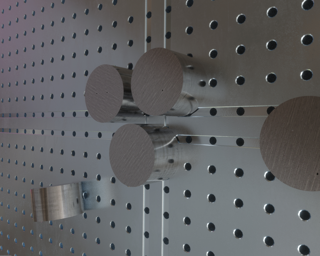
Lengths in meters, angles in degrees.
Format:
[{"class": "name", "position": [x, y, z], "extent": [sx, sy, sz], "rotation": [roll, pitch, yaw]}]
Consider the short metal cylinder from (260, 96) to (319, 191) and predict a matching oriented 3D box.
[{"class": "short metal cylinder", "position": [0.138, 0.013, 0.278], "extent": [0.080, 0.050, 0.079], "rotation": [0, 90, 39]}]

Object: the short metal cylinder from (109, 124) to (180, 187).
[{"class": "short metal cylinder", "position": [-0.021, 0.034, 0.408], "extent": [0.080, 0.050, 0.079], "rotation": [0, 90, 39]}]

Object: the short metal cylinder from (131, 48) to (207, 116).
[{"class": "short metal cylinder", "position": [0.011, -0.054, 0.383], "extent": [0.080, 0.050, 0.079], "rotation": [0, 90, 39]}]

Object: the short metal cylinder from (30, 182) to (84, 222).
[{"class": "short metal cylinder", "position": [-0.168, 0.119, 0.509], "extent": [0.080, 0.081, 0.050], "rotation": [-13, 82, 39]}]

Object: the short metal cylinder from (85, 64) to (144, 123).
[{"class": "short metal cylinder", "position": [-0.062, -0.047, 0.442], "extent": [0.080, 0.050, 0.079], "rotation": [0, 90, 39]}]
